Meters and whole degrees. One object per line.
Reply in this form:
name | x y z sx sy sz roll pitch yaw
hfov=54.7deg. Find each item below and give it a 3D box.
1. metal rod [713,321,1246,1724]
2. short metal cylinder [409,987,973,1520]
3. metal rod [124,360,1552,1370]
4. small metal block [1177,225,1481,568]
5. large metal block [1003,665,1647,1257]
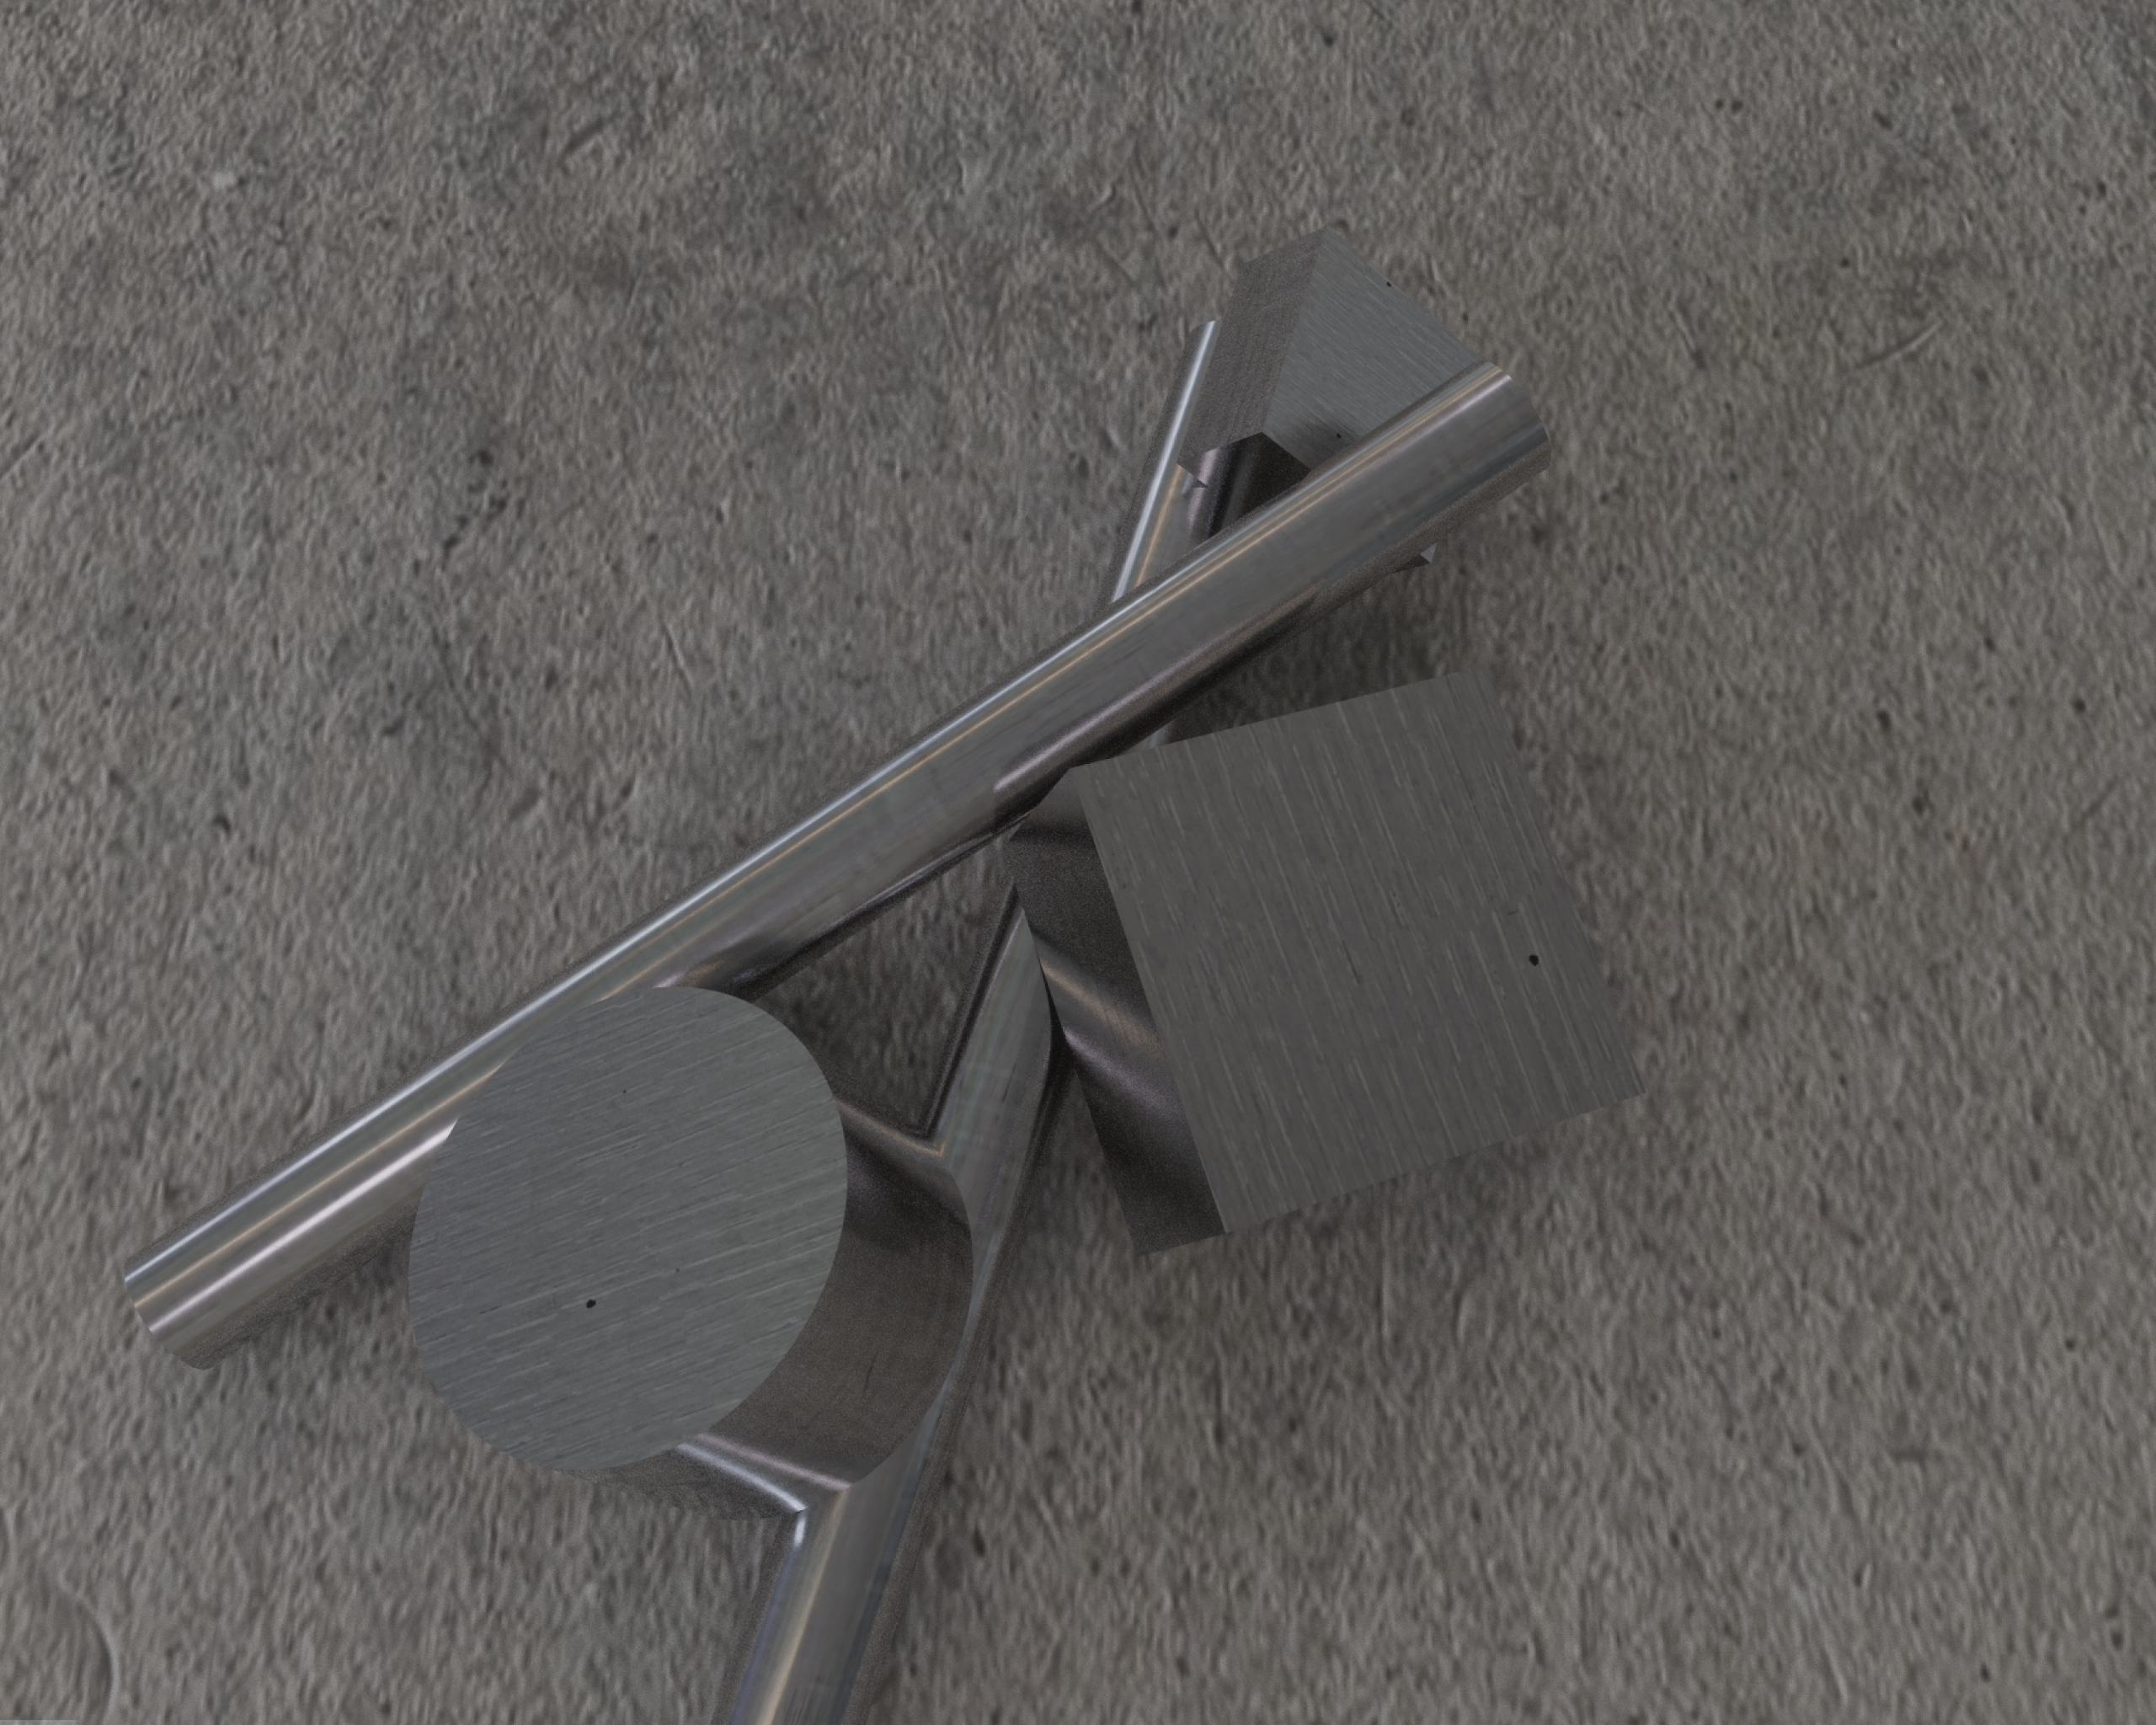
metal rod | -0.009 0.026 0.399 0.025 0.025 0.299 16 71 6
short metal cylinder | -0.065 0.068 0.357 0.080 0.050 0.080 -9 62 18
metal rod | -0.040 -0.003 0.391 0.301 0.025 0.025 -34 74 -5
small metal block | 0.053 -0.093 0.430 0.050 0.025 0.050 30 67 -32
large metal block | 0.042 0.018 0.374 0.081 0.050 0.080 -15 80 -19
